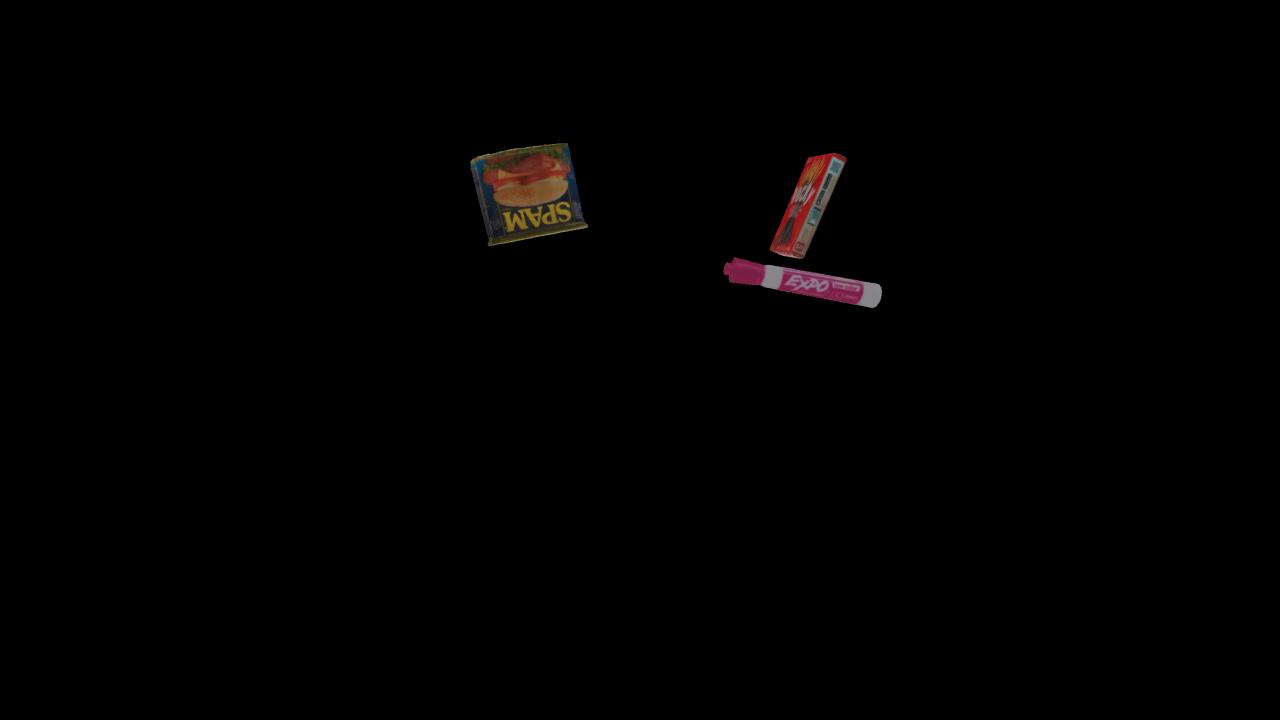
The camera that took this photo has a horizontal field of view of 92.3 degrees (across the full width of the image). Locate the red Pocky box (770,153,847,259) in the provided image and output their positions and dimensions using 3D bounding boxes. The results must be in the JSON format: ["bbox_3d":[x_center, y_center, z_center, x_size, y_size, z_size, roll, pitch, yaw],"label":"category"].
[{"bbox_3d":[0.249,-0.230,0.921,0.028,0.155,0.083,20,8,-14],"label":"red Pocky box"}]

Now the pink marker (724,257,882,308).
[{"bbox_3d":[0.122,-0.058,0.463,0.121,0.020,0.020,9,-1,-8],"label":"pink marker"}]

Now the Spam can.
[{"bbox_3d":[-0.112,-0.166,0.620,0.101,0.085,0.058,-16,13,-22],"label":"Spam can"}]
